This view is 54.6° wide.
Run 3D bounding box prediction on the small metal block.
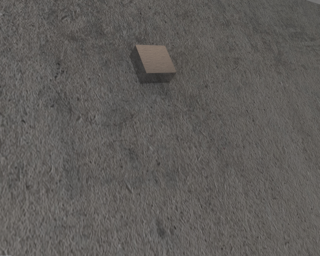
[{"bbox_3d":[-0.011,-0.094,0.455,0.050,0.025,0.050,-8,66,-31],"label":"small metal block"}]
